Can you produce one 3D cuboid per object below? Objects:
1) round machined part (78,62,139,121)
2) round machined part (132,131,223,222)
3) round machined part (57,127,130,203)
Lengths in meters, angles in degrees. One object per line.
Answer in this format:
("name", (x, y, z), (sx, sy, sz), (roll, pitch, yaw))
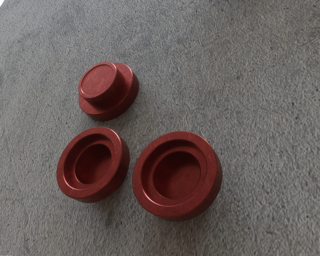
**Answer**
("round machined part", (-0.086, -0.063, 0.477), (0.098, 0.042, 0.098), (-13, 56, 21))
("round machined part", (0.022, 0.056, 0.347), (0.098, 0.042, 0.098), (-13, 56, 21))
("round machined part", (-0.082, 0.051, 0.405), (0.098, 0.042, 0.098), (-13, 56, 21))
